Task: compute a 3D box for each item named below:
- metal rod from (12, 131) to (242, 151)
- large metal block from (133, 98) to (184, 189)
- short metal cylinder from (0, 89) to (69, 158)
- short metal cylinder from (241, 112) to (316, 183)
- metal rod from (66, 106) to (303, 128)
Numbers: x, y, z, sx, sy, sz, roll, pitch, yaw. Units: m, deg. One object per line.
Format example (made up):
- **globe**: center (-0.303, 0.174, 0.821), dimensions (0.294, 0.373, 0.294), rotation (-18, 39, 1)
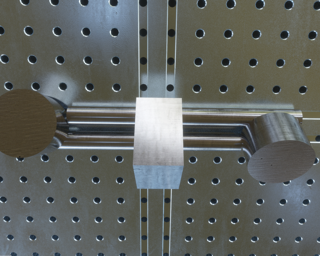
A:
- **metal rod**: center (-0.043, 0.017, 0.419), dimensions (0.302, 0.025, 0.025), rotation (1, 110, -1)
- **large metal block**: center (-0.002, 0.020, 0.359), dimensions (0.050, 0.080, 0.080), rotation (1, 152, 0)
- **short metal cylinder**: center (-0.160, -0.005, 0.382), dimensions (0.081, 0.050, 0.080), rotation (0, 87, -1)
- **short metal cylinder**: center (0.148, 0.026, 0.397), dimensions (0.081, 0.050, 0.079), rotation (0, 132, 0)
- **metal rod**: center (0.032, -0.015, 0.408), dimensions (0.302, 0.025, 0.025), rotation (1, 110, -1)
